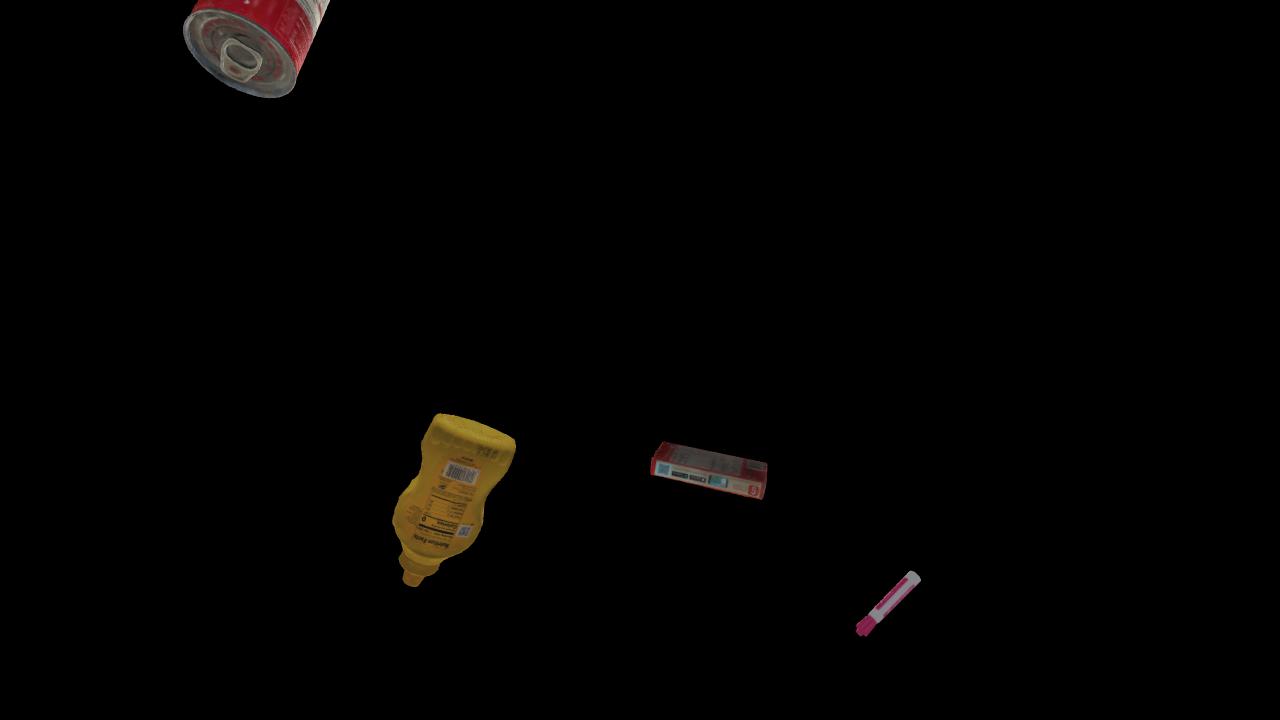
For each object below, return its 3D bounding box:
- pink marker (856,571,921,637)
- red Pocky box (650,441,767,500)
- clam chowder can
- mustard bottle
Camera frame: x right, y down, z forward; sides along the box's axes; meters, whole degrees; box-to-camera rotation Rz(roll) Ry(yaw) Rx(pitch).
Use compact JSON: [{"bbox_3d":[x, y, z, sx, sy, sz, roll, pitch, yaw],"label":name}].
[{"bbox_3d":[0.343,0.338,0.853,0.121,0.020,0.020,-35,12,-18],"label":"pink marker"},{"bbox_3d":[0.097,0.151,0.852,0.155,0.028,0.083,11,13,12],"label":"red Pocky box"},{"bbox_3d":[-0.266,-0.250,0.438,0.068,0.102,0.068,3,-26,2],"label":"clam chowder can"},{"bbox_3d":[-0.204,0.153,0.636,0.092,0.184,0.054,22,8,-24],"label":"mustard bottle"}]
